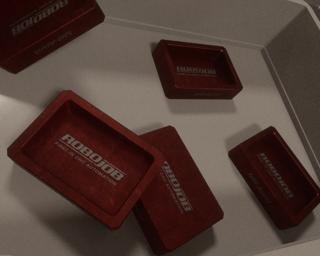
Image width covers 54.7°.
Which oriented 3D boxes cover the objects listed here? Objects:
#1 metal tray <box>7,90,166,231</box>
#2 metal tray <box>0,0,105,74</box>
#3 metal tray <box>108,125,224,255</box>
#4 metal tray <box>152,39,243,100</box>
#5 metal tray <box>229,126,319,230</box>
[{"bbox_3d":[-0.072,0.031,0.318,0.130,0.030,0.090,34,66,4],"label":"metal tray"},{"bbox_3d":[-0.142,-0.134,0.359,0.130,0.030,0.090,-30,76,2],"label":"metal tray"},{"bbox_3d":[0.006,0.068,0.366,0.091,0.030,0.130,-18,72,-35],"label":"metal tray"},{"bbox_3d":[0.061,-0.091,0.492,0.131,0.030,0.090,-3,63,-30],"label":"metal tray"},{"bbox_3d":[0.171,0.069,0.454,0.091,0.030,0.130,-23,74,-37],"label":"metal tray"}]
